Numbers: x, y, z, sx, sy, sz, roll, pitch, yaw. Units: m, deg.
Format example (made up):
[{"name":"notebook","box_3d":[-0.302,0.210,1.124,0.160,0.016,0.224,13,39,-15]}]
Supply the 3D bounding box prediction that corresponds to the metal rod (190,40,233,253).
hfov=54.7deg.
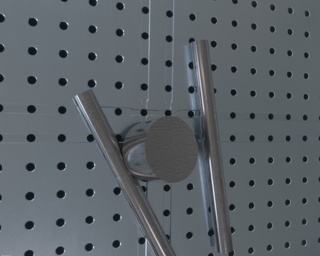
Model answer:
[{"name":"metal rod","box_3d":[0.074,0.028,0.440,0.025,0.025,0.298,-8,93,-20]}]

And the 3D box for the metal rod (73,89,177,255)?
[{"name":"metal rod","box_3d":[-0.031,0.091,0.401,0.025,0.025,0.299,-29,100,-18]}]

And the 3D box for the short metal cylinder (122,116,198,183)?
[{"name":"short metal cylinder","box_3d":[0.001,0.028,0.388,0.081,0.050,0.080,7,78,-36]}]
